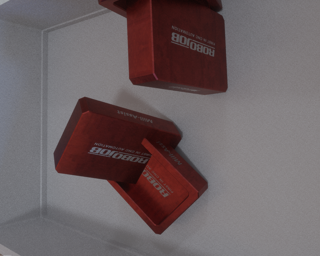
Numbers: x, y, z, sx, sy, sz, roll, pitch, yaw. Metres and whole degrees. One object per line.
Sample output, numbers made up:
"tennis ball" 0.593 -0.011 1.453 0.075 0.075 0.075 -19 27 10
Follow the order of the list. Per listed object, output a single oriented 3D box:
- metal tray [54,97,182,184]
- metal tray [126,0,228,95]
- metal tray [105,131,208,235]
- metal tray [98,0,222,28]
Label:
"metal tray" -0.050 0.022 0.378 0.089 0.131 0.030 -58 36 24
"metal tray" 0.024 -0.085 0.319 0.030 0.131 0.089 -4 88 40
"metal tray" -0.016 0.058 0.392 0.130 0.030 0.090 45 119 12
"metal tray" 0.006 -0.137 0.312 0.090 0.131 0.030 -10 92 21
